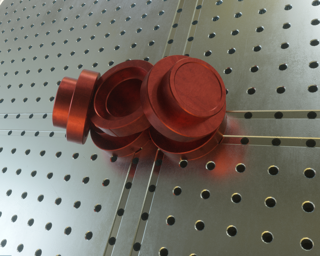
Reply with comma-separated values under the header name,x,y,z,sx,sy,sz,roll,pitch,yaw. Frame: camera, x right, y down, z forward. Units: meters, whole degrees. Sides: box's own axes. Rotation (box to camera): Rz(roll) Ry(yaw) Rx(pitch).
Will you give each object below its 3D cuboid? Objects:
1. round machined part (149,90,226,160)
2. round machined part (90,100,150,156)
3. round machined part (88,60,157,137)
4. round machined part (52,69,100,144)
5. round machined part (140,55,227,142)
name,x,y,z,sx,sy,sz,roll,pitch,yaw
round machined part,0.030,-0.013,0.388,0.098,0.042,0.098,-13,56,20
round machined part,-0.057,-0.013,0.433,0.098,0.042,0.098,-13,56,20
round machined part,-0.036,-0.032,0.379,0.098,0.042,0.098,-13,56,20
round machined part,-0.110,-0.030,0.406,0.042,0.098,0.098,13,62,-8
round machined part,0.032,-0.037,0.337,0.042,0.099,0.098,-37,35,59
